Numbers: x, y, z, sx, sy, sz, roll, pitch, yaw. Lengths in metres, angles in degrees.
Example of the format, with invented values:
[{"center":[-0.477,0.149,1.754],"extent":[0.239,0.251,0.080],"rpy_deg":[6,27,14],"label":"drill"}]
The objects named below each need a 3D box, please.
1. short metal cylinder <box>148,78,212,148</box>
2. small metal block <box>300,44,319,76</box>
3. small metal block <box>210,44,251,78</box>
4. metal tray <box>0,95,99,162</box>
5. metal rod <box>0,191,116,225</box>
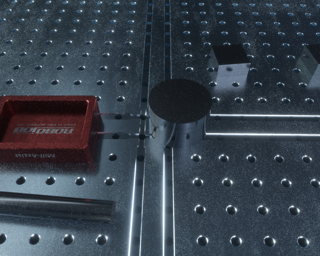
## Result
[{"center":[0.026,-0.020,0.409],"extent":[0.081,0.050,0.080],"rpy_deg":[0,50,0],"label":"short metal cylinder"},{"center":[0.267,-0.112,0.505],"extent":[0.050,0.025,0.050],"rpy_deg":[-5,50,-5],"label":"small metal block"},{"center":[0.112,-0.109,0.501],"extent":[0.050,0.025,0.050],"rpy_deg":[-5,50,-5],"label":"small metal block"},{"center":[-0.151,-0.001,0.402],"extent":[0.131,0.030,0.090],"rpy_deg":[0,50,-1],"label":"metal tray"},{"center":[-0.200,0.080,0.337],"extent":[0.302,0.025,0.025],"rpy_deg":[4,50,3],"label":"metal rod"}]
